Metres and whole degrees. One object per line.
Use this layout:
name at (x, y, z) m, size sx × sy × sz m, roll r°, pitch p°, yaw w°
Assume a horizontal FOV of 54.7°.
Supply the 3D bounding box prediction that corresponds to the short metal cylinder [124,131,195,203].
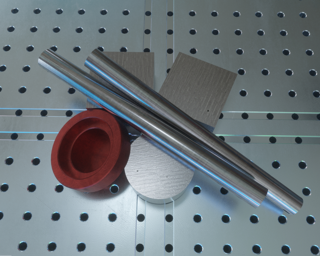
short metal cylinder at (0.000, 0.049, 0.376) m, size 0.081 × 0.050 × 0.080 m, roll 0°, pitch 70°, yaw 0°

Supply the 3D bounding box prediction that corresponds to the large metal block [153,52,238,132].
large metal block at (0.045, -0.042, 0.409) m, size 0.080 × 0.050 × 0.080 m, roll 23°, pitch 72°, yaw 8°

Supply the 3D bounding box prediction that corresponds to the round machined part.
round machined part at (-0.079, 0.030, 0.375) m, size 0.098 × 0.042 × 0.098 m, roll -10°, pitch 65°, yaw 21°

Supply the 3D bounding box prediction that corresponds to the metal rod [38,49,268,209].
metal rod at (-0.016, -0.005, 0.355) m, size 0.301 × 0.025 × 0.025 m, roll 33°, pitch 73°, yaw 10°

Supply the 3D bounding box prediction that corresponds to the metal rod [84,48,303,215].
metal rod at (0.042, 0.006, 0.366) m, size 0.301 × 0.025 × 0.025 m, roll 36°, pitch 73°, yaw -3°

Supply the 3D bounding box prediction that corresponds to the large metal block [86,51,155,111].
large metal block at (-0.048, -0.053, 0.410) m, size 0.081 × 0.050 × 0.080 m, roll 1°, pitch 70°, yaw 0°
